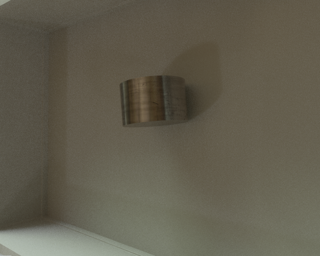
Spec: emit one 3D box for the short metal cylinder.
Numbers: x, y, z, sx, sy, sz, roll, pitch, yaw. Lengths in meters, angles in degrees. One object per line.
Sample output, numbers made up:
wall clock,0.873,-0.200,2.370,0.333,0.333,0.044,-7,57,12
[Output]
short metal cylinder,-0.007,-0.030,0.378,0.080,0.081,0.050,-8,85,40
